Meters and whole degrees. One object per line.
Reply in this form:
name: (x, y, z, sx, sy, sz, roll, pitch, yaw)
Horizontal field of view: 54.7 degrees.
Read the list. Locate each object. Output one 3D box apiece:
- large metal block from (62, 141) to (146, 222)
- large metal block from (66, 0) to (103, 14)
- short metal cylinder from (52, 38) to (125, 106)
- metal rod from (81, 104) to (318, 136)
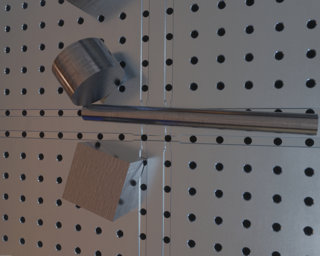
large metal block: (-0.076, 0.069, 0.425, 0.080, 0.050, 0.080, 19, 96, 18)
large metal block: (-0.104, -0.226, 0.435, 0.080, 0.050, 0.080, -32, 80, 17)
short metal cylinder: (-0.095, -0.074, 0.416, 0.080, 0.080, 0.050, -39, 78, 15)
metal rod: (0.035, -0.013, 0.399, 0.301, 0.025, 0.025, 4, 91, 19)
